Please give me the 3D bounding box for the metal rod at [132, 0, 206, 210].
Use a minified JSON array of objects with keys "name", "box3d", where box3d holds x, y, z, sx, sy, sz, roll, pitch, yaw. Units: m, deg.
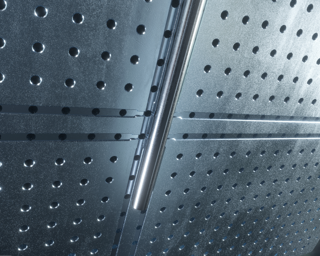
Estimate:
[{"name":"metal rod","box3d":[0.005,-0.015,0.404,0.025,0.025,0.298,0,118,-29]}]
